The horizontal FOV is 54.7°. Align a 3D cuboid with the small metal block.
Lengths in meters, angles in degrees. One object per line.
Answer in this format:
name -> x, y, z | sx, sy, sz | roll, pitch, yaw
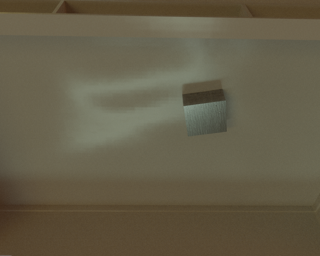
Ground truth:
small metal block -> 0.057, -0.019, 0.394 | 0.050, 0.025, 0.050 | -8, 130, 6
